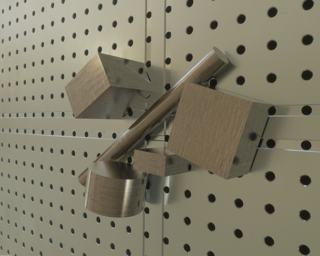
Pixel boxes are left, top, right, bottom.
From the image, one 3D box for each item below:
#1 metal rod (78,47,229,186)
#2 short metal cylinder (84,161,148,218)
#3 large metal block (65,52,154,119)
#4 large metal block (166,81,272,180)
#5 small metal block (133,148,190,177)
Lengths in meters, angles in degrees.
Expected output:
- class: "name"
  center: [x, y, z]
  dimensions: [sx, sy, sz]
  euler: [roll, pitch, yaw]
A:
- class: "metal rod"
  center: [-0.027, 0.001, 0.428]
  dimensions: [0.299, 0.025, 0.025]
  euler: [-41, 65, 32]
- class: "short metal cylinder"
  center: [-0.059, 0.080, 0.419]
  dimensions: [0.080, 0.081, 0.050]
  euler: [15, 100, 38]
- class: "large metal block"
  center: [-0.070, -0.054, 0.430]
  dimensions: [0.080, 0.081, 0.050]
  euler: [-35, 69, 34]
- class: "large metal block"
  center: [0.062, 0.000, 0.337]
  dimensions: [0.080, 0.050, 0.079]
  euler: [25, 105, 37]
- class: "small metal block"
  center: [0.003, 0.041, 0.389]
  dimensions: [0.050, 0.050, 0.025]
  euler: [7, 95, 39]
